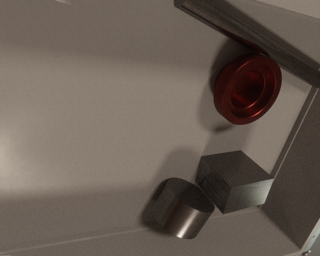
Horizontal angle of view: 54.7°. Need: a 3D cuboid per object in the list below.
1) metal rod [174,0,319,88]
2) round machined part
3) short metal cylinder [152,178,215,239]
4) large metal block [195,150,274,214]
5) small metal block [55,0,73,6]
[{"bbox_3d":[0.142,-0.109,0.420,0.302,0.025,0.025,15,110,-35],"label":"metal rod"},{"bbox_3d":[0.115,-0.057,0.428,0.099,0.042,0.097,-14,125,-21],"label":"round machined part"},{"bbox_3d":[0.035,0.120,0.468,0.081,0.080,0.050,19,108,-36],"label":"short metal cylinder"},{"bbox_3d":[0.115,0.082,0.489,0.081,0.080,0.050,-6,121,-26],"label":"large metal block"},{"bbox_3d":[-0.098,-0.130,0.256,0.050,0.050,0.025,8,126,-32],"label":"small metal block"}]
